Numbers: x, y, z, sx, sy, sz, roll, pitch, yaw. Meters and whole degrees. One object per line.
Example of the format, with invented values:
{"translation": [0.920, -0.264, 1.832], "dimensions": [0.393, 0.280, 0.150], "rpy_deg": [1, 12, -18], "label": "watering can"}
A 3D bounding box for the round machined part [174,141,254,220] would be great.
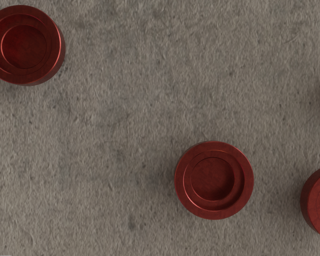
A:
{"translation": [0.067, 0.065, 0.402], "dimensions": [0.099, 0.042, 0.097], "rpy_deg": [0, 90, -1], "label": "round machined part"}

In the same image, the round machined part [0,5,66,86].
{"translation": [-0.171, -0.102, 0.399], "dimensions": [0.099, 0.042, 0.097], "rpy_deg": [0, 90, -1], "label": "round machined part"}

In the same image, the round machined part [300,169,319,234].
{"translation": [0.232, 0.096, 0.405], "dimensions": [0.099, 0.042, 0.097], "rpy_deg": [0, 90, -1], "label": "round machined part"}
